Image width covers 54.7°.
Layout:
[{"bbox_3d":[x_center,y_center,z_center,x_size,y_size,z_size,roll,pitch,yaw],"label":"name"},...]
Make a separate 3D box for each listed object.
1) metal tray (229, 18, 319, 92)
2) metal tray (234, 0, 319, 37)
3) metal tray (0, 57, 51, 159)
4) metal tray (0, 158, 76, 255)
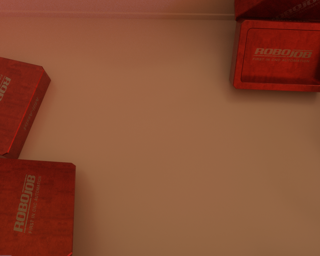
[{"bbox_3d":[0.166,-0.097,0.415,0.131,0.030,0.089,2,114,0],"label":"metal tray"},{"bbox_3d":[0.175,-0.164,0.401,0.091,0.130,0.030,18,64,-37],"label":"metal tray"},{"bbox_3d":[-0.215,-0.029,0.415,0.090,0.030,0.130,13,70,4],"label":"metal tray"},{"bbox_3d":[-0.138,0.087,0.323,0.091,0.030,0.130,6,33,-18],"label":"metal tray"}]
